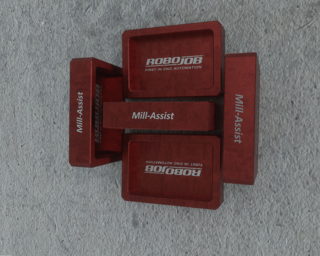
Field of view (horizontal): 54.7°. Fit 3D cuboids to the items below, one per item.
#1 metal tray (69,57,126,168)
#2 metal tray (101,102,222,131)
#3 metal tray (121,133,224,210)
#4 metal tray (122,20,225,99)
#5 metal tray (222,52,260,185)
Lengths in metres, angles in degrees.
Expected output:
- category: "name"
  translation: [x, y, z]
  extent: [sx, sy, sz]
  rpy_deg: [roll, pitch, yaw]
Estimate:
- category: "metal tray"
  translation: [-0.078, -0.019, 0.403]
  extent: [0.030, 0.090, 0.129]
  rpy_deg: [1, 91, 20]
- category: "metal tray"
  translation: [0.007, -0.014, 0.374]
  extent: [0.130, 0.090, 0.030]
  rpy_deg: [1, 92, 20]
- category: "metal tray"
  translation: [0.016, 0.053, 0.403]
  extent: [0.130, 0.030, 0.089]
  rpy_deg: [1, 89, 19]
- category: "metal tray"
  translation: [0.016, -0.084, 0.402]
  extent: [0.130, 0.030, 0.089]
  rpy_deg: [0, 93, 19]
- category: "metal tray"
  translation: [0.092, -0.009, 0.343]
  extent: [0.030, 0.090, 0.129]
  rpy_deg: [1, 90, 20]
